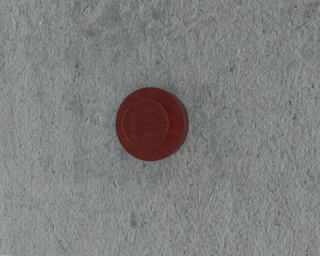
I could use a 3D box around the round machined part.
[{"bbox_3d":[-0.015,-0.005,0.405,0.098,0.042,0.097,0,90,19],"label":"round machined part"}]
